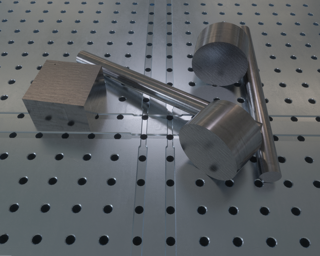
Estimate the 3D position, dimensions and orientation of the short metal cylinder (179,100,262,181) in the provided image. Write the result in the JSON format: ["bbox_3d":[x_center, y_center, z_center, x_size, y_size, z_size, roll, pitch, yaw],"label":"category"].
[{"bbox_3d":[0.069,0.014,0.361,0.080,0.080,0.050,35,58,25],"label":"short metal cylinder"}]

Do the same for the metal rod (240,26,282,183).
[{"bbox_3d":[0.138,-0.057,0.456,0.025,0.025,0.300,3,50,2],"label":"metal rod"}]

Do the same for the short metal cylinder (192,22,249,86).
[{"bbox_3d":[0.091,-0.110,0.465,0.080,0.080,0.050,10,51,8],"label":"short metal cylinder"}]

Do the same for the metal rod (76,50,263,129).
[{"bbox_3d":[-0.003,-0.054,0.440,0.300,0.025,0.025,26,55,25],"label":"metal rod"}]

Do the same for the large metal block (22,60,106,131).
[{"bbox_3d":[-0.127,-0.046,0.429,0.080,0.050,0.080,7,50,6],"label":"large metal block"}]
